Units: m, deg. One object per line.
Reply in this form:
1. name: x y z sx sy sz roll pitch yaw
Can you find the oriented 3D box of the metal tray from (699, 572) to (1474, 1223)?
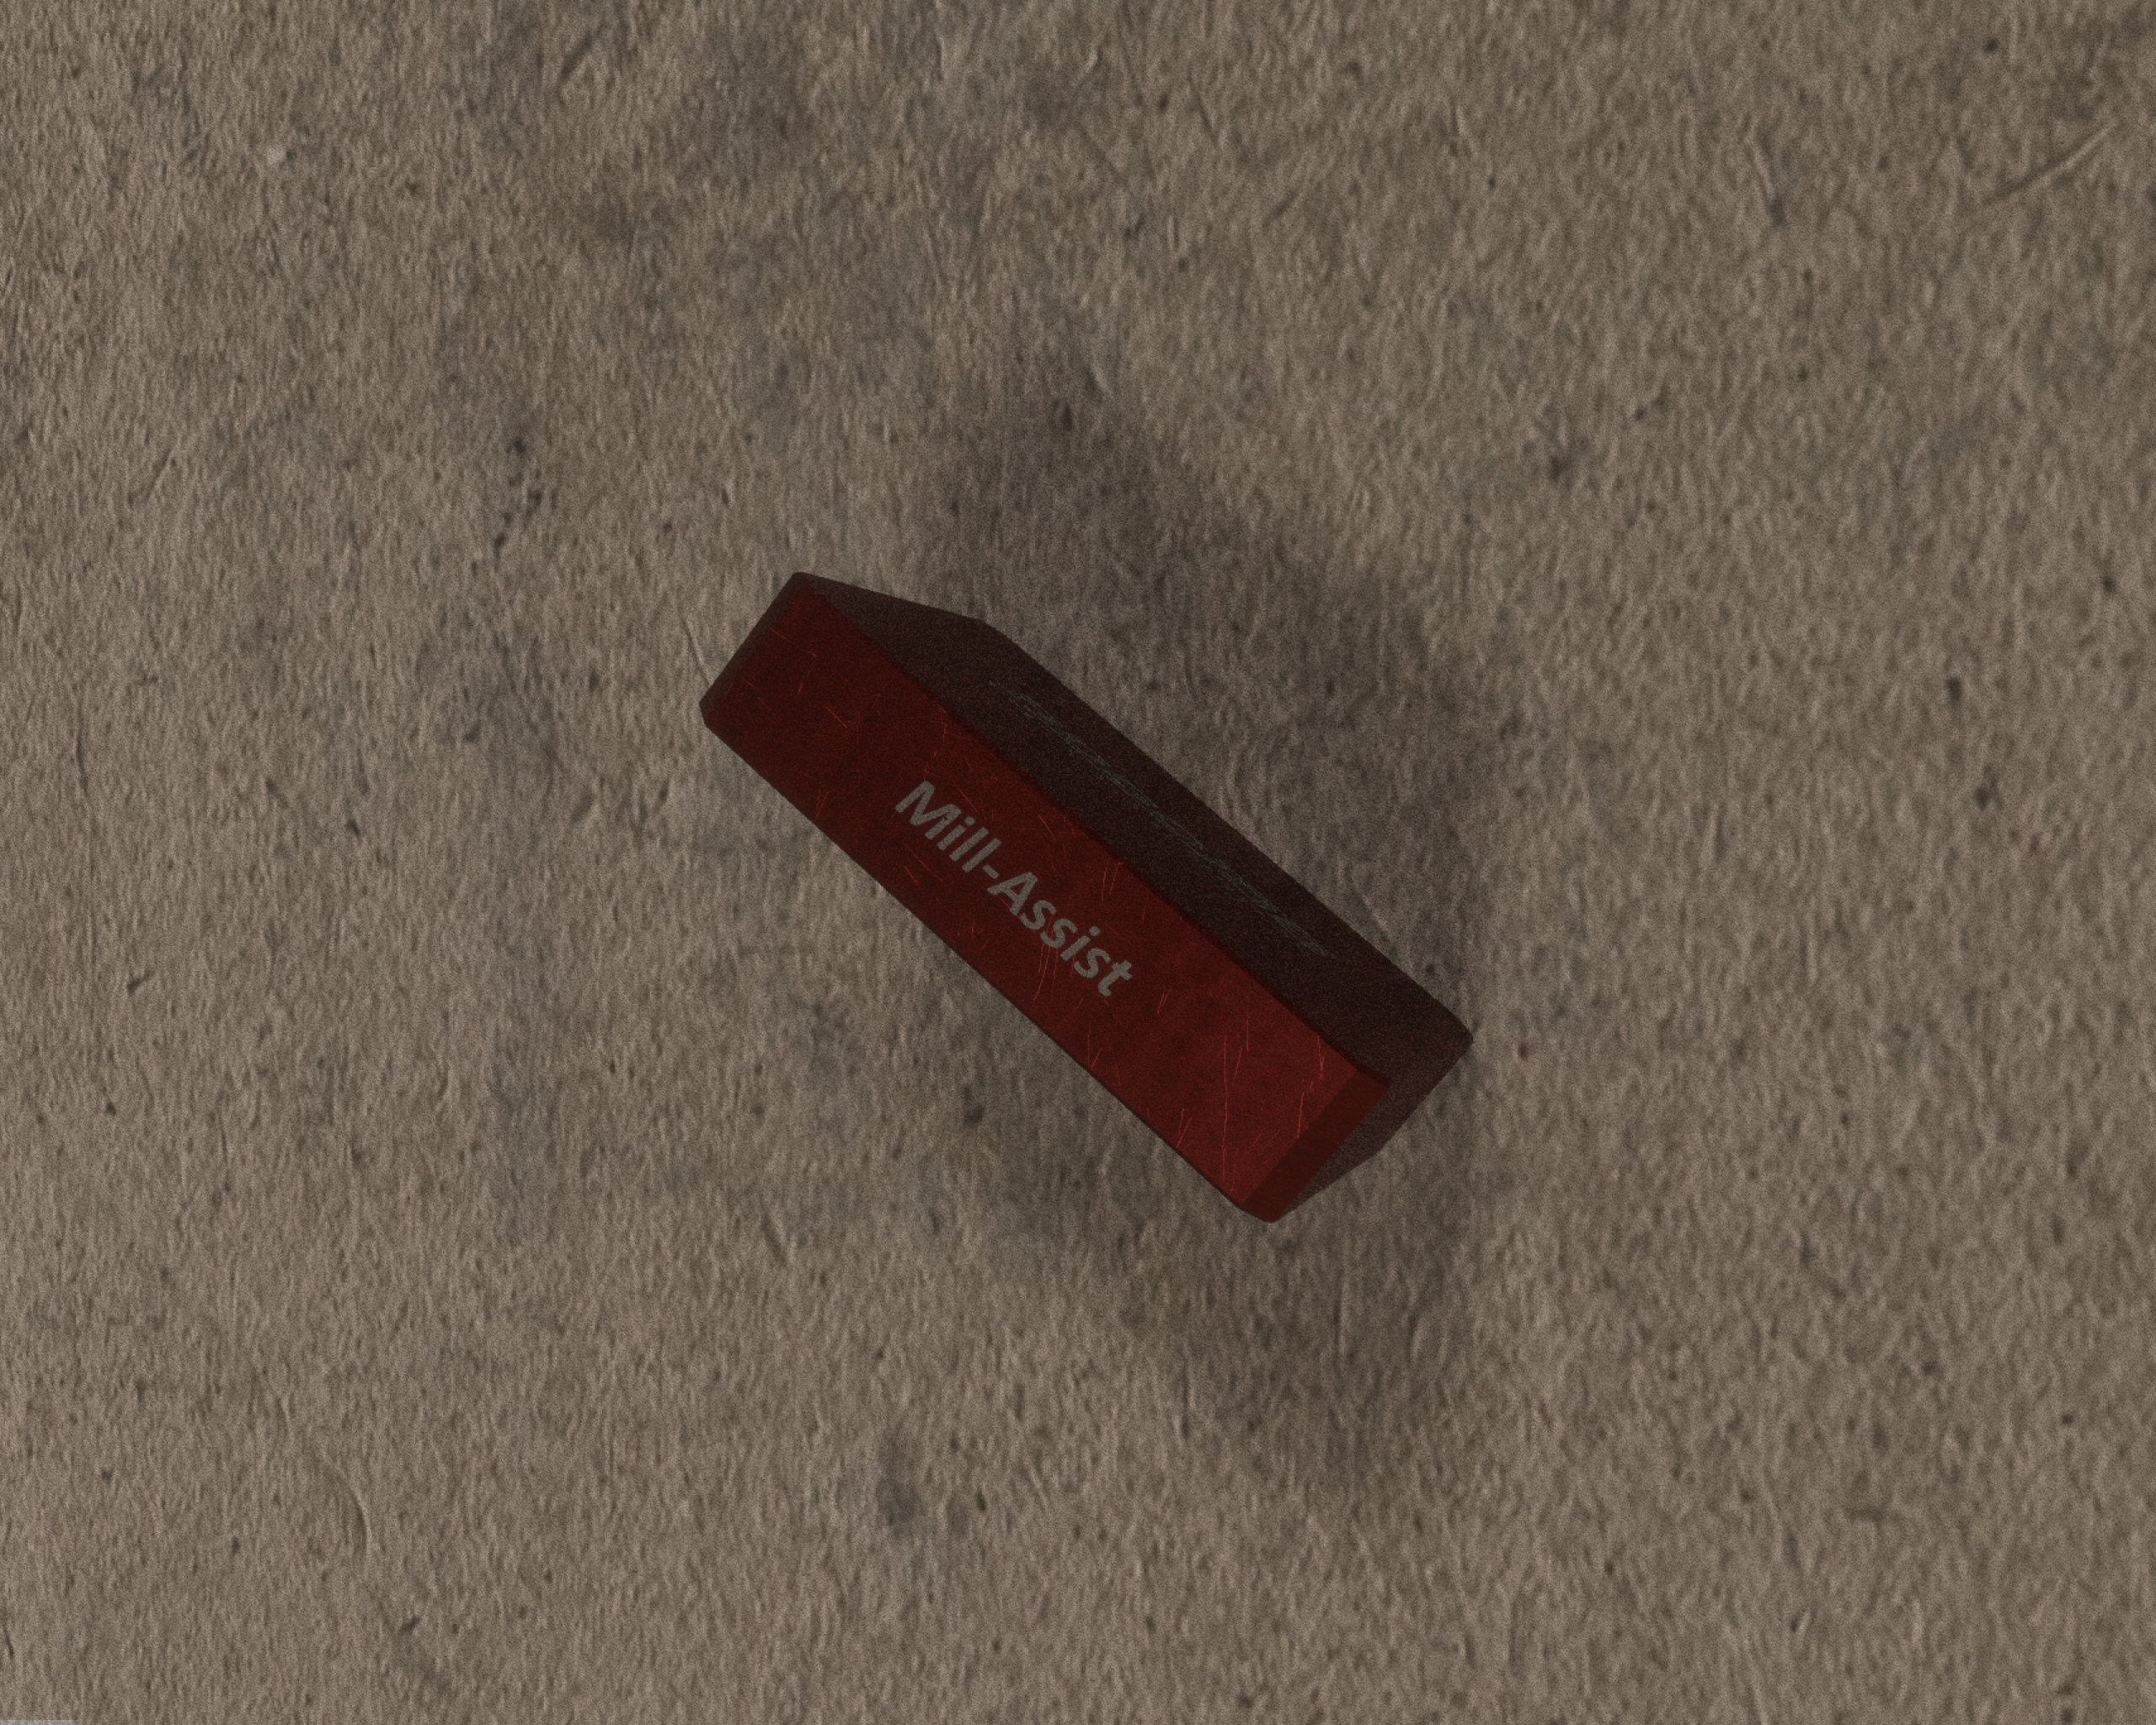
1. metal tray: 0.005 0.003 0.373 0.130 0.090 0.030 41 103 15
